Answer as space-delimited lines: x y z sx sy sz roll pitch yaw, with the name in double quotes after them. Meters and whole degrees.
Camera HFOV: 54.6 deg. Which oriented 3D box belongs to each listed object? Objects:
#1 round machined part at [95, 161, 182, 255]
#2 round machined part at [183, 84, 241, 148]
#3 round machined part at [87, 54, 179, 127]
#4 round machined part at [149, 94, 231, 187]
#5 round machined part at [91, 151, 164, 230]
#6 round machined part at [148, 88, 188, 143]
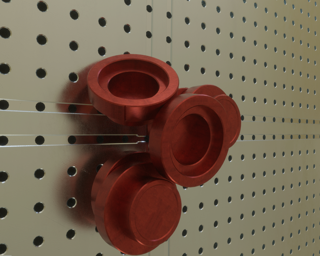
-0.015 0.085 0.329 0.099 0.042 0.097 0 90 -40 "round machined part"
0.066 -0.007 0.397 0.099 0.042 0.097 1 89 -40 "round machined part"
-0.030 -0.039 0.347 0.099 0.098 0.042 -34 147 -35 "round machined part"
0.028 0.011 0.337 0.099 0.042 0.097 -8 103 -36 "round machined part"
-0.024 0.076 0.350 0.099 0.042 0.097 0 90 -40 "round machined part"
0.036 -0.003 0.400 0.099 0.042 0.097 0 90 -40 "round machined part"
